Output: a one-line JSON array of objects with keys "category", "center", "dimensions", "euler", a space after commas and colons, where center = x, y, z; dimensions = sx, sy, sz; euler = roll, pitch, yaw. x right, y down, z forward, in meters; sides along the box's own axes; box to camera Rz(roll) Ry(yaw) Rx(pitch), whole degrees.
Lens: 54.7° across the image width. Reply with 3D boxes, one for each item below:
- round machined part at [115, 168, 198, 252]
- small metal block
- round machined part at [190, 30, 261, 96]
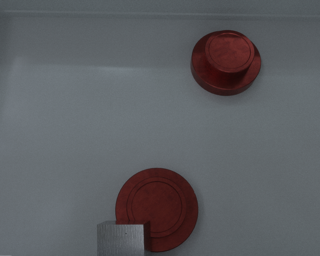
[{"category": "round machined part", "center": [-0.004, 0.095, 0.366], "dimensions": [0.099, 0.042, 0.098], "euler": [0, 70, -1]}, {"category": "small metal block", "center": [-0.037, 0.125, 0.326], "dimensions": [0.050, 0.025, 0.050], "euler": [-4, 82, 13]}, {"category": "round machined part", "center": [0.094, -0.098, 0.438], "dimensions": [0.099, 0.042, 0.098], "euler": [0, 70, -1]}]
